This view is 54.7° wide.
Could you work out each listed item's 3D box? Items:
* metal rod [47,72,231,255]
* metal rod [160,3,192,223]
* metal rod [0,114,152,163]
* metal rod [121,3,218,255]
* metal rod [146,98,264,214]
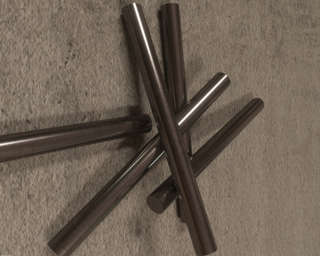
[{"bbox_3d":[-0.009,0.030,0.377,0.301,0.025,0.025,-45,118,-23],"label":"metal rod"},{"bbox_3d":[0.027,-0.017,0.429,0.025,0.025,0.298,-10,96,-40],"label":"metal rod"},{"bbox_3d":[-0.132,0.017,0.295,0.302,0.025,0.025,-11,97,-40],"label":"metal rod"},{"bbox_3d":[0.009,-0.004,0.362,0.025,0.025,0.299,-12,82,-40],"label":"metal rod"},{"bbox_3d":[0.085,0.022,0.453,0.302,0.025,0.025,-36,113,-42],"label":"metal rod"}]
